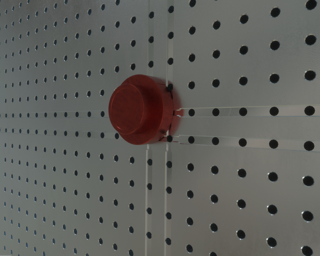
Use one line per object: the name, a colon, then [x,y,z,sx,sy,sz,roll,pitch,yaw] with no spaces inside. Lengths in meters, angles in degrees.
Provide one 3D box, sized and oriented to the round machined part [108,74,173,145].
round machined part: [-0.033,-0.025,0.427,0.098,0.042,0.097,0,90,40]
